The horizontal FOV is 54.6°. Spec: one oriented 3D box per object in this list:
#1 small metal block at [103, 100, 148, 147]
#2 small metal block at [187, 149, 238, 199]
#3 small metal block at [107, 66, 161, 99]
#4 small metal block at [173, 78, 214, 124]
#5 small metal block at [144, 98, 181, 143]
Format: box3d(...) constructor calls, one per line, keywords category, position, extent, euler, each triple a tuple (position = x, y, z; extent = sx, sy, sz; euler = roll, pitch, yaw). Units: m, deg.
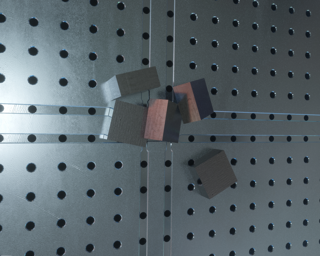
box3d(category="small metal block", position=(-0.040, -0.005, 0.398), extent=(0.050, 0.025, 0.050), euler=(13, 86, -20))
box3d(category="small metal block", position=(0.074, 0.064, 0.440), extent=(0.050, 0.025, 0.050), euler=(-28, 100, -18))
box3d(category="small metal block", position=(-0.033, -0.055, 0.387), extent=(0.050, 0.050, 0.025), euler=(-17, 96, -19))
box3d(category="small metal block", position=(0.046, -0.037, 0.415), extent=(0.050, 0.025, 0.050), euler=(-27, 102, -58))
box3d(category="small metal block", position=(0.006, -0.008, 0.400), extent=(0.050, 0.025, 0.050), euler=(14, 84, -64))
